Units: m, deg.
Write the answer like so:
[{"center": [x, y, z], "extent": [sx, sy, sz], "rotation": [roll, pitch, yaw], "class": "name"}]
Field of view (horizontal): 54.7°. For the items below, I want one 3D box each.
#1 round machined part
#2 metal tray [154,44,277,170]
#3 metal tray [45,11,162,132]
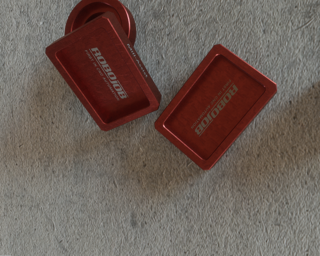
[{"center": [-0.077, -0.127, 0.426], "extent": [0.098, 0.042, 0.097], "rotation": [0, 90, 19], "class": "round machined part"}, {"center": [0.066, -0.024, 0.382], "extent": [0.090, 0.030, 0.130], "rotation": [41, 102, 15], "class": "metal tray"}, {"center": [-0.067, -0.066, 0.392], "extent": [0.090, 0.030, 0.130], "rotation": [-22, 117, 18], "class": "metal tray"}]
